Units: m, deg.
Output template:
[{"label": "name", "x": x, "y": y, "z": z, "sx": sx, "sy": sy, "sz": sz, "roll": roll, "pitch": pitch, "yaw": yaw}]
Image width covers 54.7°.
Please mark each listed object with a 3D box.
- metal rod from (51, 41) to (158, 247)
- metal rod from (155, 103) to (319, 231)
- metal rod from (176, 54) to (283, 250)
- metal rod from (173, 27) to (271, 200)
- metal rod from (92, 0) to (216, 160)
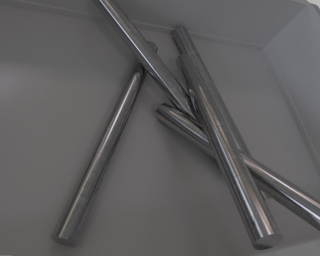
[{"label": "metal rod", "x": -0.053, "y": -0.007, "z": 0.381, "sx": 0.025, "sy": 0.025, "sz": 0.300, "roll": 27, "pitch": 52, "yaw": -12}, {"label": "metal rod", "x": 0.104, "y": 0.049, "z": 0.339, "sx": 0.025, "sy": 0.025, "sz": 0.300, "roll": -24, "pitch": 45, "yaw": -36}, {"label": "metal rod", "x": 0.062, "y": -0.005, "z": 0.362, "sx": 0.025, "sy": 0.025, "sz": 0.300, "roll": 12, "pitch": 37, "yaw": -22}, {"label": "metal rod", "x": 0.088, "y": -0.031, "z": 0.471, "sx": 0.025, "sy": 0.025, "sz": 0.299, "roll": -10, "pitch": 67, "yaw": -32}, {"label": "metal rod", "x": 0.011, "y": -0.061, "z": 0.422, "sx": 0.300, "sy": 0.025, "sz": 0.025, "roll": 52, "pitch": 51, "yaw": -2}]
